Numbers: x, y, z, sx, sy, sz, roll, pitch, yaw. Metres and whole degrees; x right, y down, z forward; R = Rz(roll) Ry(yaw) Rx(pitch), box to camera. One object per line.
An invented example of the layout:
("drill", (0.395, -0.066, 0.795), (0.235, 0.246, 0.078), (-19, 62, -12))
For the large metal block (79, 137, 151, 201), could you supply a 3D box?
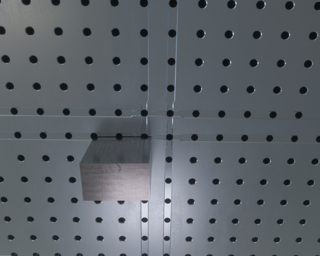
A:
("large metal block", (-0.052, 0.050, 0.402), (0.080, 0.080, 0.050), (0, 110, 0))
